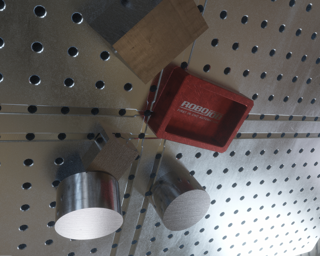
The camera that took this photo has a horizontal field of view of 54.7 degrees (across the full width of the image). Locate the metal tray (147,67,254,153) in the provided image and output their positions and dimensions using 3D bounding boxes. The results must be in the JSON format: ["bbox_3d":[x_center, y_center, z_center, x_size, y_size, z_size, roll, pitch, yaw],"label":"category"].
[{"bbox_3d":[0.059,-0.020,0.427,0.131,0.030,0.089,15,111,-35],"label":"metal tray"}]

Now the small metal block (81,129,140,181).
[{"bbox_3d":[-0.064,0.036,0.399,0.050,0.025,0.050,31,101,-38],"label":"small metal block"}]

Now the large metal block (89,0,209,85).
[{"bbox_3d":[-0.014,-0.101,0.306,0.080,0.080,0.050,-42,130,1],"label":"large metal block"}]

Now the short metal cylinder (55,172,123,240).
[{"bbox_3d":[-0.090,0.099,0.392,0.081,0.050,0.080,-8,138,-7],"label":"short metal cylinder"}]

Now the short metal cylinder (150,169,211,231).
[{"bbox_3d":[0.030,0.112,0.481,0.081,0.050,0.079,-14,124,-21],"label":"short metal cylinder"}]
